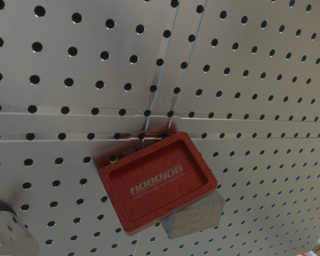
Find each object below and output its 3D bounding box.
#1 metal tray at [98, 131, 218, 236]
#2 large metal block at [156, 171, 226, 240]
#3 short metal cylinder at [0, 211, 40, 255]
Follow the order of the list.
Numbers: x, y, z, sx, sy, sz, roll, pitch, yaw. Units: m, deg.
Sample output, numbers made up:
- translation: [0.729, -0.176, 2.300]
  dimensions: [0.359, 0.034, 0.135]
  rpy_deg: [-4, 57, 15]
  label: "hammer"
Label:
- translation: [-0.003, 0.070, 0.408]
  dimensions: [0.131, 0.090, 0.030]
  rpy_deg: [-24, 155, -14]
  label: "metal tray"
- translation: [0.037, 0.110, 0.463]
  dimensions: [0.081, 0.080, 0.050]
  rpy_deg: [-6, 121, -25]
  label: "large metal block"
- translation: [-0.192, 0.146, 0.362]
  dimensions: [0.080, 0.050, 0.079]
  rpy_deg: [-36, 144, -32]
  label: "short metal cylinder"
